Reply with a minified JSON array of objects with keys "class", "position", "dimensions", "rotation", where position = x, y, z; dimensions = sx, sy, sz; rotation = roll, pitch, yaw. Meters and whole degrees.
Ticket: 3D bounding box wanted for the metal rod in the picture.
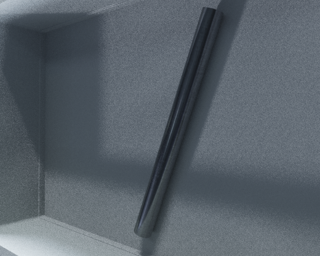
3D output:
[{"class":"metal rod","position":[0.019,0.004,0.389],"dimensions":[0.025,0.025,0.298],"rotation":[27,107,36]}]
